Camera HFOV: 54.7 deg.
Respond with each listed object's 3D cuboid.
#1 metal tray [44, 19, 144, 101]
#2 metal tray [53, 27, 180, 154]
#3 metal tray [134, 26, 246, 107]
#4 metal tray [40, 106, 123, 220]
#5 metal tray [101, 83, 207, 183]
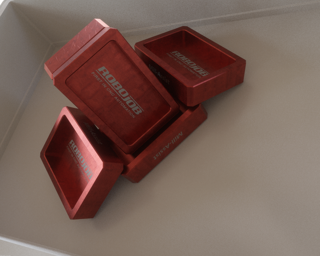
[{"bbox_3d":[-0.073,-0.066,0.412,0.090,0.130,0.030,-43,51,-1],"label":"metal tray"},{"bbox_3d":[-0.049,-0.041,0.370,0.090,0.130,0.030,-42,28,-1],"label":"metal tray"},{"bbox_3d":[0.036,-0.088,0.412,0.091,0.030,0.130,-26,48,-21],"label":"metal tray"},{"bbox_3d":[-0.108,0.042,0.407,0.130,0.030,0.090,46,112,38],"label":"metal tray"},{"bbox_3d":[-0.014,-0.003,0.408,0.130,0.030,0.090,-43,51,-2],"label":"metal tray"}]
